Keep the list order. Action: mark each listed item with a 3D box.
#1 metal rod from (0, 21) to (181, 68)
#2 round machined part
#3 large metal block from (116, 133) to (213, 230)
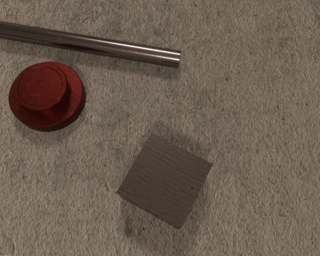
[{"bbox_3d":[-0.120,-0.124,0.452,0.302,0.025,0.025,10,70,3],"label":"metal rod"},{"bbox_3d":[-0.153,-0.047,0.415,0.099,0.042,0.098,0,70,-1],"label":"round machined part"},{"bbox_3d":[0.006,0.065,0.371,0.080,0.050,0.080,27,72,9],"label":"large metal block"}]
